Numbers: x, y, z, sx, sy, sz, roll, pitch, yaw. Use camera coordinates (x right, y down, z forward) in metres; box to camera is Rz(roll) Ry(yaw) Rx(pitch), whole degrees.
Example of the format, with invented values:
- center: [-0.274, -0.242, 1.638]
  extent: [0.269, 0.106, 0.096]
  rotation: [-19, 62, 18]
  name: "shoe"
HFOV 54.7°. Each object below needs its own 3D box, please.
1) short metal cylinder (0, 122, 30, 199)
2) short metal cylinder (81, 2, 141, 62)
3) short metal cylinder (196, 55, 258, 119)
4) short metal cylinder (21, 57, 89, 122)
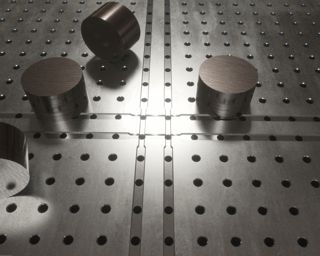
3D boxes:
- center: [-0.187, 0.037, 0.338]
  extent: [0.081, 0.080, 0.050]
  rotation: [-14, 52, -12]
  name: "short metal cylinder"
- center: [-0.079, -0.154, 0.501]
  extent: [0.080, 0.080, 0.050]
  rotation: [22, 53, 17]
  name: "short metal cylinder"
- center: [0.094, -0.059, 0.443]
  extent: [0.081, 0.050, 0.080]
  rotation: [0, 50, 0]
  name: "short metal cylinder"
- center: [-0.145, -0.055, 0.436]
  extent: [0.081, 0.050, 0.080]
  rotation: [0, 50, 0]
  name: "short metal cylinder"
